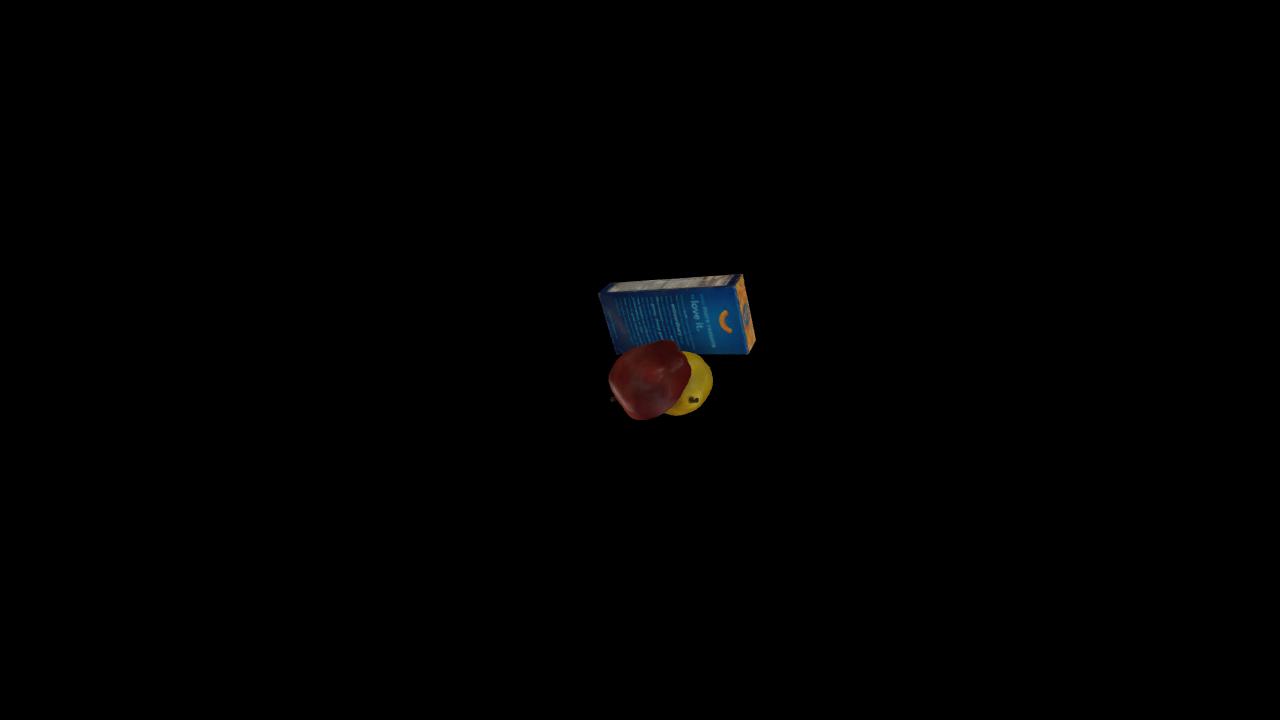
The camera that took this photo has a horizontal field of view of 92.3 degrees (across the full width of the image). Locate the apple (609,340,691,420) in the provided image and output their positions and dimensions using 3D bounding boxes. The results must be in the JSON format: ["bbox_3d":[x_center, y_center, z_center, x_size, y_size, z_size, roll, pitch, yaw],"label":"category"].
[{"bbox_3d":[0.009,0.021,0.661,0.093,0.079,0.079,-33,4,-7],"label":"apple"}]

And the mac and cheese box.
[{"bbox_3d":[0.044,-0.053,0.761,0.184,0.093,0.041,1,31,29],"label":"mac and cheese box"}]

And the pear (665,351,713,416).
[{"bbox_3d":[0.048,0.037,0.712,0.080,0.080,0.111,0,22,0],"label":"pear"}]
